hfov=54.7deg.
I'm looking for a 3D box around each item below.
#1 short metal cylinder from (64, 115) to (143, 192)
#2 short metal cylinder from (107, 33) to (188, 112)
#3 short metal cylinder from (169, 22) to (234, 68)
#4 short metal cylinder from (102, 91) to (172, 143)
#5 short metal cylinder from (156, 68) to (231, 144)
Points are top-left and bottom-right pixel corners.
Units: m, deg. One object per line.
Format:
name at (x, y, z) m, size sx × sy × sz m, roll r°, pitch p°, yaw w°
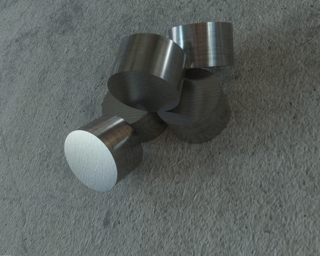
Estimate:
short metal cylinder at (-0.068, 0.030, 0.378) m, size 0.080 × 0.079 × 0.050 m, roll 8°, pitch 27°, yaw 31°
short metal cylinder at (-0.013, -0.059, 0.348) m, size 0.080 × 0.080 × 0.050 m, roll -1°, pitch 61°, yaw 27°
short metal cylinder at (0.053, -0.102, 0.395) m, size 0.080 × 0.080 × 0.050 m, roll 1°, pitch 100°, yaw 28°
short metal cylinder at (-0.030, -0.026, 0.419) m, size 0.080 × 0.050 × 0.080 m, roll -13°, pitch 56°, yaw 20°
short metal cylinder at (0.041, -0.027, 0.382) m, size 0.080 × 0.050 × 0.080 m, roll -13°, pitch 56°, yaw 20°
